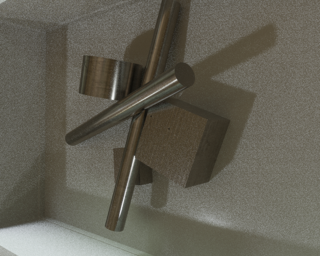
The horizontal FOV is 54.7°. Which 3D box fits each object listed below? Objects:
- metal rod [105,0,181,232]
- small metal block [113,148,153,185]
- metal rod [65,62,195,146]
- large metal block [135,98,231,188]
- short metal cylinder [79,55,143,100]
[{"bbox_3d":[-0.022,-0.015,0.399,0.025,0.025,0.298,16,93,38],"label":"metal rod"},{"bbox_3d":[-0.038,0.052,0.436,0.050,0.025,0.050,-4,88,39],"label":"small metal block"},{"bbox_3d":[-0.063,-0.016,0.411,0.299,0.025,0.025,-22,76,51],"label":"metal rod"},{"bbox_3d":[0.025,0.014,0.368,0.080,0.050,0.079,27,107,36],"label":"large metal block"},{"bbox_3d":[-0.067,-0.067,0.424,0.080,0.081,0.050,16,100,38],"label":"short metal cylinder"}]
